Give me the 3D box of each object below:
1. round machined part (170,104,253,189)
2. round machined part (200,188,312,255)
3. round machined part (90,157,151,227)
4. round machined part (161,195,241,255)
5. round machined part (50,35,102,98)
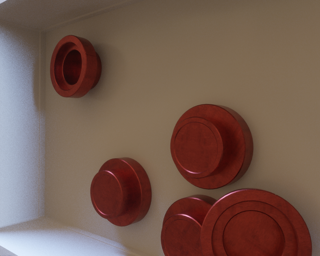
[{"bbox_3d":[0.051,0.021,0.353,0.098,0.042,0.097,0,90,39],"label":"round machined part"},{"bbox_3d":[0.091,0.108,0.303,0.098,0.042,0.097,-2,81,12],"label":"round machined part"},{"bbox_3d":[-0.063,0.092,0.445,0.098,0.042,0.097,0,90,39],"label":"round machined part"},{"bbox_3d":[0.040,0.130,0.361,0.098,0.042,0.097,0,90,39],"label":"round machined part"},{"bbox_3d":[-0.132,-0.097,0.502,0.098,0.042,0.097,0,90,39],"label":"round machined part"}]
